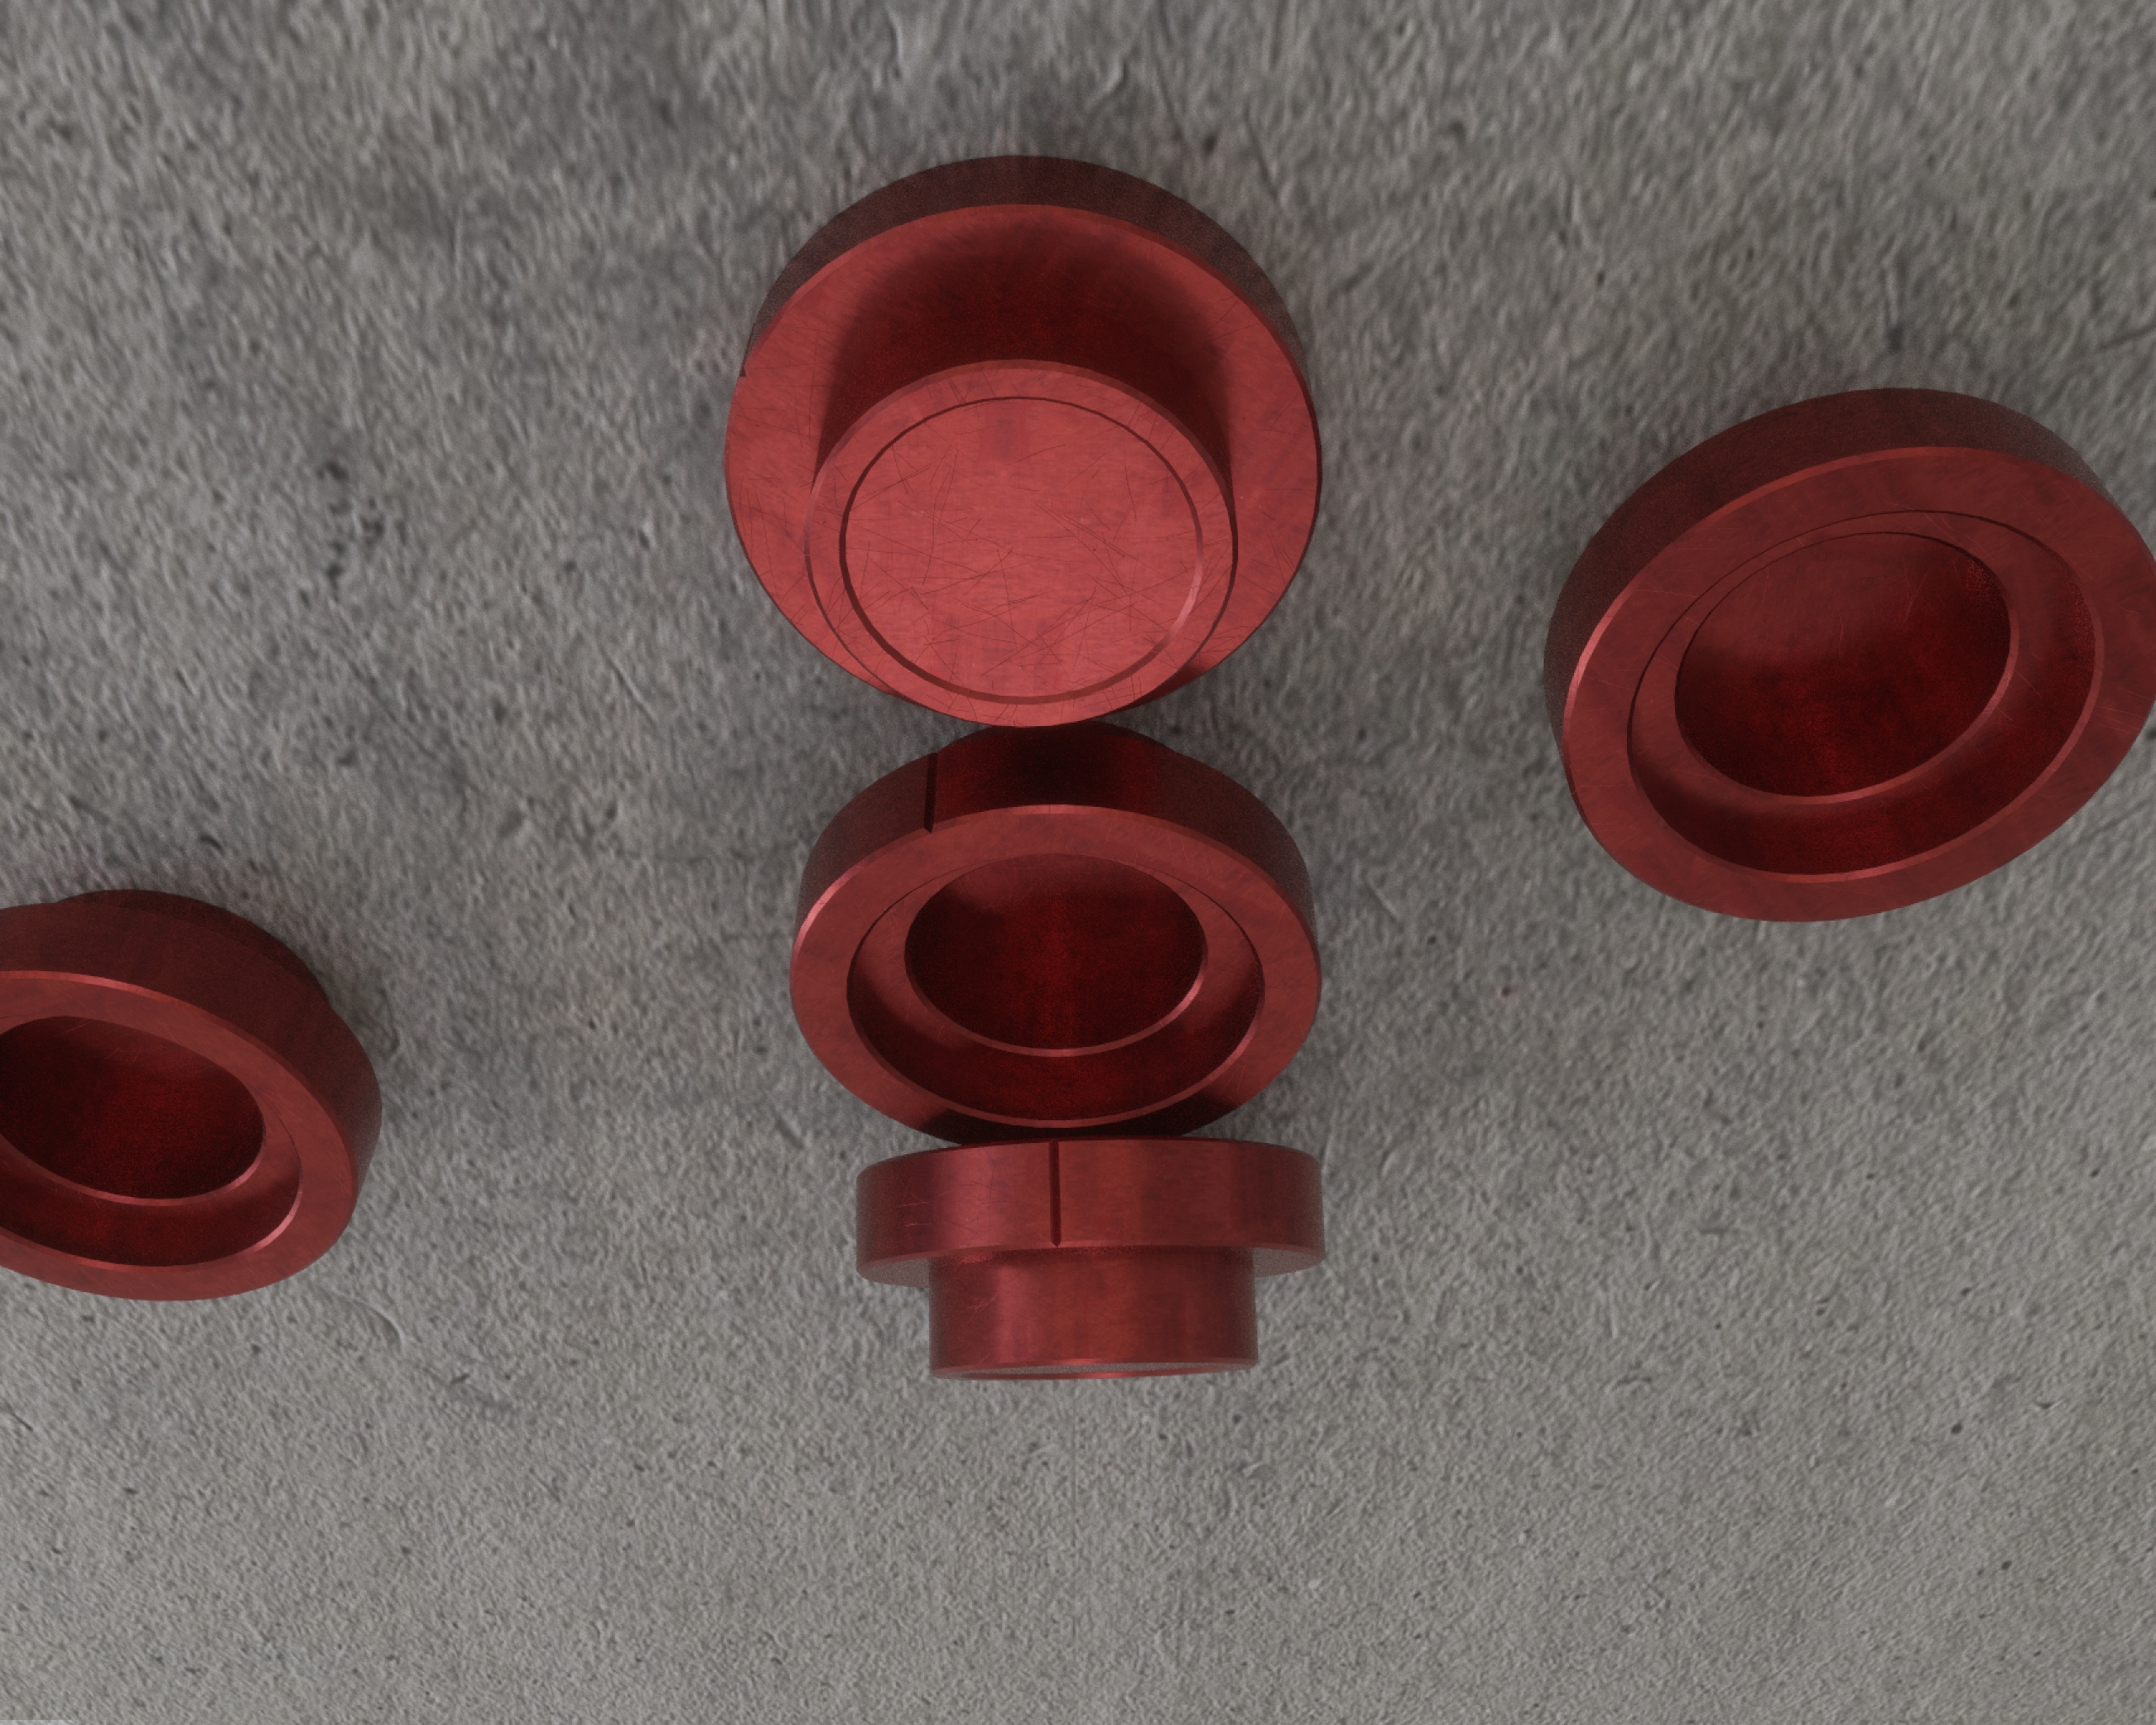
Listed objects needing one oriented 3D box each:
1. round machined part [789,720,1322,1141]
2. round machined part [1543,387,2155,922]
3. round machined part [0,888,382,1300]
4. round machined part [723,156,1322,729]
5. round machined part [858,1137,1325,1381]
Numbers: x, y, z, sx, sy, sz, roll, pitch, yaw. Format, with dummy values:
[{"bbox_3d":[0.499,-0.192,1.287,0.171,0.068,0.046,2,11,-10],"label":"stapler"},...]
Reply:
[{"bbox_3d":[-0.004,0.010,0.401,0.099,0.042,0.097,-1,135,0],"label":"round machined part"},{"bbox_3d":[0.131,-0.039,0.364,0.099,0.042,0.097,0,130,0],"label":"round machined part"},{"bbox_3d":[-0.194,0.044,0.431,0.099,0.042,0.097,0,130,0],"label":"round machined part"},{"bbox_3d":[-0.009,-0.061,0.344,0.099,0.042,0.097,0,130,0],"label":"round machined part"},{"bbox_3d":[0.003,0.086,0.439,0.099,0.042,0.098,-2,164,0],"label":"round machined part"}]
